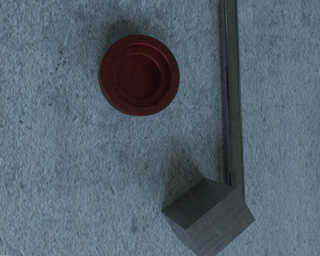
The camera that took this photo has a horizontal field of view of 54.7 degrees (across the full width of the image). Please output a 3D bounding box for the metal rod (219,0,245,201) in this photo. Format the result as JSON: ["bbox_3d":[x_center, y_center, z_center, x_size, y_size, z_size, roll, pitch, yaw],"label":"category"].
[{"bbox_3d":[0.105,-0.034,0.447,0.025,0.025,0.298,-3,91,-20],"label":"metal rod"}]

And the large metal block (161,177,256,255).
[{"bbox_3d":[0.060,0.114,0.402,0.080,0.080,0.050,-34,102,-17],"label":"large metal block"}]

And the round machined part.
[{"bbox_3d":[-0.028,-0.063,0.390,0.099,0.042,0.097,0,90,-20],"label":"round machined part"}]
